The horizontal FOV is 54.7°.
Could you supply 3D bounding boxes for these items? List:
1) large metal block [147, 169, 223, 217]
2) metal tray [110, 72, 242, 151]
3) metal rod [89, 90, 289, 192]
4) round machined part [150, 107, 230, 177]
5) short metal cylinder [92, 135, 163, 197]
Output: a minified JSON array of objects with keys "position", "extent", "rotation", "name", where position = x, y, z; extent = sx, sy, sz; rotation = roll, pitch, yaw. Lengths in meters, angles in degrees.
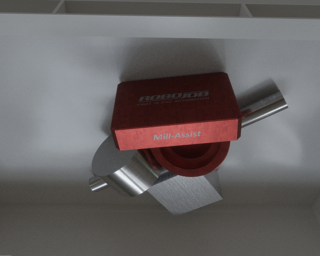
[{"position":[0.035,0.077,0.455],"extent":[0.080,0.050,0.080],"rotation":[-26,126,20],"name":"large metal block"},{"position":[0.016,-0.021,0.345],"extent":[0.131,0.090,0.030],"rotation":[-5,130,3],"name":"metal tray"},{"position":[0.025,0.026,0.430],"extent":[0.300,0.025,0.025],"rotation":[-26,126,20],"name":"metal rod"},{"position":[0.038,0.008,0.385],"extent":[0.098,0.042,0.097],"rotation":[4,106,14],"name":"round machined part"},{"position":[-0.042,0.043,0.407],"extent":[0.080,0.080,0.050],"rotation":[-27,125,20],"name":"short metal cylinder"}]
